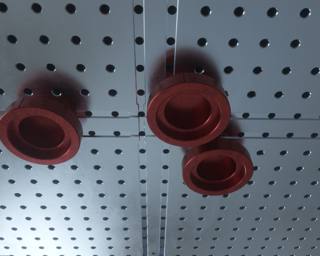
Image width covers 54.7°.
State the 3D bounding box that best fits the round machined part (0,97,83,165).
[{"bbox_3d":[-0.149,-0.001,0.398,0.099,0.042,0.097,-1,130,0],"label":"round machined part"}]

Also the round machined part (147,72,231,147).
[{"bbox_3d":[0.033,-0.026,0.379,0.099,0.042,0.097,-1,130,0],"label":"round machined part"}]

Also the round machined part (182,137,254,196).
[{"bbox_3d":[0.080,0.051,0.445,0.099,0.042,0.097,0,130,0],"label":"round machined part"}]
